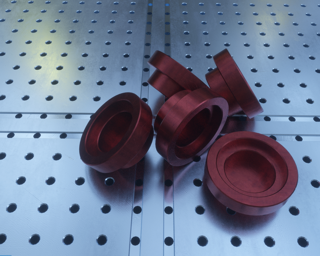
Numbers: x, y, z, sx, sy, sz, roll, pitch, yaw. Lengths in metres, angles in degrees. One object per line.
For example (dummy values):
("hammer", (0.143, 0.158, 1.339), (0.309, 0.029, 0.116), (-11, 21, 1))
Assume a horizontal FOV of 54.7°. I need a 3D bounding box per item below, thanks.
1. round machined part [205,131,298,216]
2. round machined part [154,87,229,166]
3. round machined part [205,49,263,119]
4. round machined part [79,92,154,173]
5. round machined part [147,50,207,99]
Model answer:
("round machined part", (0.100, 0.054, 0.353), (0.099, 0.042, 0.098), (0, 50, 0))
("round machined part", (0.032, -0.006, 0.366), (0.099, 0.097, 0.042), (-33, 55, -25))
("round machined part", (0.096, -0.054, 0.419), (0.042, 0.098, 0.098), (-31, 49, 18))
("round machined part", (-0.046, 0.009, 0.368), (0.098, 0.042, 0.098), (-26, 43, 28))
("round machined part", (0.021, -0.059, 0.423), (0.098, 0.098, 0.042), (40, 96, 28))
